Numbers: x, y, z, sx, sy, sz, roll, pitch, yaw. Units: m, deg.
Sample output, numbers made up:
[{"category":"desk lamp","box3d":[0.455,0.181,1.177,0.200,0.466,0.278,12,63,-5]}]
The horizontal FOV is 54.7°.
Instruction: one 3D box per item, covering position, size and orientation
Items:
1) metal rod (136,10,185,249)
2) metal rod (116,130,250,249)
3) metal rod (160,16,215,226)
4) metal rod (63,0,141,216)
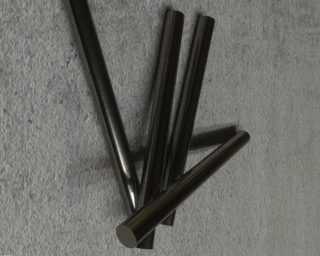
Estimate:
[{"category":"metal rod","box3d":[0.001,-0.010,0.384,0.025,0.025,0.299,20,71,-38]},{"category":"metal rod","box3d":[0.054,0.059,0.407,0.302,0.025,0.025,-27,107,-50]},{"category":"metal rod","box3d":[0.038,-0.017,0.435,0.025,0.025,0.299,21,77,-38]},{"category":"metal rod","box3d":[-0.059,-0.015,0.355,0.025,0.025,0.298,-24,105,-37]}]
